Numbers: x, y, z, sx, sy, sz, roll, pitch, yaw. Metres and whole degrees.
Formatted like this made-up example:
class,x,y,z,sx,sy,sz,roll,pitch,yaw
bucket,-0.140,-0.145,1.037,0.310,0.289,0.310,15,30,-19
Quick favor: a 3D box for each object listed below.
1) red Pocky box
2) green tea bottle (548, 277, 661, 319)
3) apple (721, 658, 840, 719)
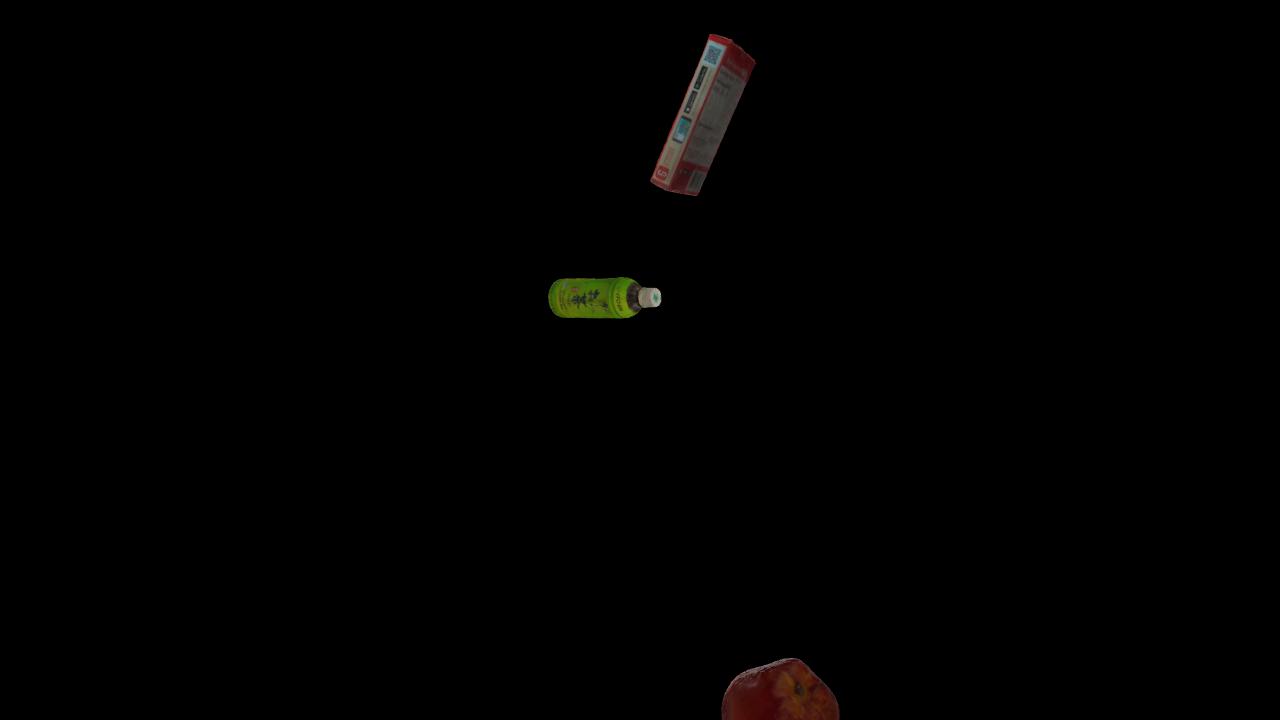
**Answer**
class,x,y,z,sx,sy,sz,roll,pitch,yaw
red Pocky box,0.067,-0.255,0.656,0.028,0.155,0.083,33,23,21
green tea bottle,-0.058,-0.104,1.033,0.212,0.073,0.073,4,2,35
apple,0.094,0.245,0.415,0.079,0.093,0.079,4,38,-3
